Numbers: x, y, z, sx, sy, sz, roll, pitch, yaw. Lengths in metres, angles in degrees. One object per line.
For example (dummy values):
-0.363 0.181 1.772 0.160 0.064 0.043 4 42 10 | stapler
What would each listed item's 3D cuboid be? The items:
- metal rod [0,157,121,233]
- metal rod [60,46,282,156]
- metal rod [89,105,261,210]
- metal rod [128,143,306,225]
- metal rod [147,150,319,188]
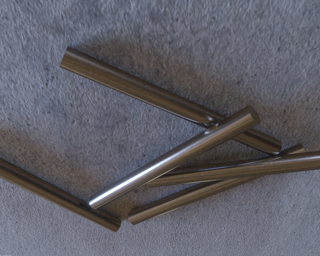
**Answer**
-0.184 0.095 0.485 0.301 0.025 0.025 37 121 -28 | metal rod
0.028 -0.025 0.386 0.302 0.025 0.025 22 127 -18 | metal rod
0.001 0.053 0.432 0.299 0.025 0.025 -33 124 32 | metal rod
0.079 0.095 0.488 0.300 0.025 0.025 -26 126 20 | metal rod
0.125 0.056 0.435 0.301 0.025 0.025 -9 130 15 | metal rod
